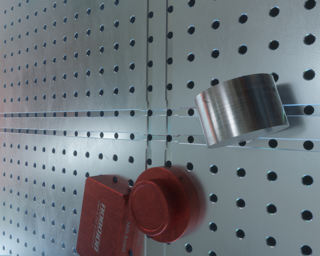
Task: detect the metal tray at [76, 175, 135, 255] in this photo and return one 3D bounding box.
[{"bbox_3d":[-0.083,0.147,0.475,0.090,0.030,0.129,16,100,39],"label":"metal tray"}]

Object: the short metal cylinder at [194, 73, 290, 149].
[{"bbox_3d":[0.080,-0.014,0.308,0.080,0.081,0.050,-23,76,38],"label":"short metal cylinder"}]

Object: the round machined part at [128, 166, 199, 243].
[{"bbox_3d":[-0.002,0.099,0.401,0.098,0.042,0.097,0,90,40],"label":"round machined part"}]
